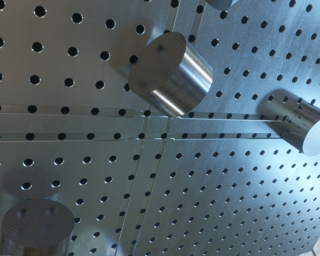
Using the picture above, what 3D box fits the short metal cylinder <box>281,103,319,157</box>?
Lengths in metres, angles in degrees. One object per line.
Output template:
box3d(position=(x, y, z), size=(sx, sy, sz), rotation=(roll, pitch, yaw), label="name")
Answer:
box3d(position=(0.261, 0.003, 0.539), size=(0.081, 0.050, 0.079), rotation=(-14, 124, -21), label="short metal cylinder")

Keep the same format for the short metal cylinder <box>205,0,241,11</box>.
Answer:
box3d(position=(0.065, -0.167, 0.308), size=(0.050, 0.080, 0.080), rotation=(-37, 129, -4), label="short metal cylinder")

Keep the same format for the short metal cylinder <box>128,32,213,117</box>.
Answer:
box3d(position=(0.011, -0.059, 0.345), size=(0.080, 0.080, 0.050), rotation=(-49, 129, 6), label="short metal cylinder")

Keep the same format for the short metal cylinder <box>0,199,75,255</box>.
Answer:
box3d(position=(-0.149, 0.132, 0.376), size=(0.081, 0.080, 0.050), rotation=(2, 117, -30), label="short metal cylinder")
